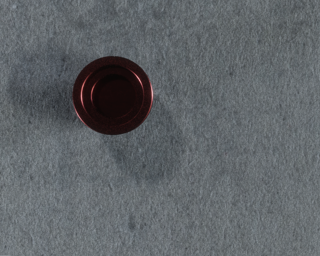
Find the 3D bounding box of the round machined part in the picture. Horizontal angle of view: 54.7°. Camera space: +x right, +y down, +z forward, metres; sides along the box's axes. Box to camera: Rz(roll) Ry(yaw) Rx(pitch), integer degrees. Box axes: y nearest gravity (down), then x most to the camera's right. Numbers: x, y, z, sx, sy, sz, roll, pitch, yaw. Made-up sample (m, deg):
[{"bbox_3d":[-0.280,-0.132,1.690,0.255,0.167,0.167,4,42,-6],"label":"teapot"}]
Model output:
[{"bbox_3d":[-0.058,-0.040,0.401,0.099,0.042,0.097,0,90,-1],"label":"round machined part"}]
